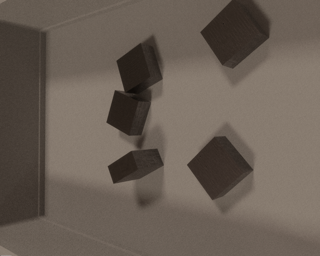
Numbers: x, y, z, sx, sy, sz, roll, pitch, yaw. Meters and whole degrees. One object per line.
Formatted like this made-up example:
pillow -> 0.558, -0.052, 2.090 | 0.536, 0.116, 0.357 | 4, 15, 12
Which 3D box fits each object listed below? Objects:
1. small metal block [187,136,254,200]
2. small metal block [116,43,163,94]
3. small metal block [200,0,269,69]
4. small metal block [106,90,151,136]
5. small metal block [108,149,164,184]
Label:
small metal block -> 0.067, 0.045, 0.350 | 0.050, 0.025, 0.050 | -50, 61, 28
small metal block -> -0.029, -0.081, 0.429 | 0.050, 0.025, 0.050 | -26, 74, 36
small metal block -> 0.081, -0.102, 0.339 | 0.050, 0.025, 0.050 | -41, 65, 32
small metal block -> -0.045, -0.022, 0.442 | 0.050, 0.025, 0.050 | 27, 107, 36
small metal block -> -0.032, 0.051, 0.415 | 0.050, 0.050, 0.025 | -34, 69, 34
